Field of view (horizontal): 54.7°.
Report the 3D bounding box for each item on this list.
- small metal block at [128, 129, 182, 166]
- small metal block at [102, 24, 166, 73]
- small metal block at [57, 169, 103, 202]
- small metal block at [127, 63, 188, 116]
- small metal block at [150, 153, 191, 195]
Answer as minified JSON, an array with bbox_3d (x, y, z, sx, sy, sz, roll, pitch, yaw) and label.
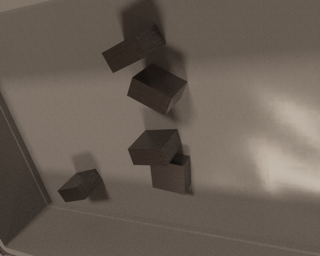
[{"bbox_3d":[-0.006,0.025,0.410,0.050,0.050,0.025,-2,117,29],"label":"small metal block"},{"bbox_3d":[-0.029,-0.090,0.350,0.050,0.050,0.025,-17,109,34],"label":"small metal block"},{"bbox_3d":[-0.133,0.097,0.520,0.050,0.050,0.025,-16,110,34],"label":"small metal block"},{"bbox_3d":[-0.002,-0.046,0.364,0.050,0.050,0.025,29,128,9],"label":"small metal block"},{"bbox_3d":[0.015,0.062,0.438,0.050,0.025,0.050,9,122,23],"label":"small metal block"}]
